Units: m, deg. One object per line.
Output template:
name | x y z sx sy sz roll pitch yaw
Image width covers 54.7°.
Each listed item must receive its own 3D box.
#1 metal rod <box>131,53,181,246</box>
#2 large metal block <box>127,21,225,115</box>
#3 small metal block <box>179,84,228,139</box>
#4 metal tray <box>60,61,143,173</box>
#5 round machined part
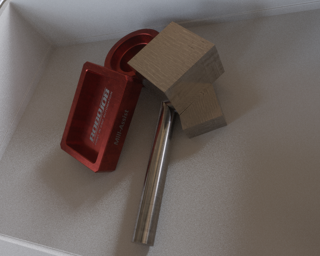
metal rod | 0.008 -0.005 0.403 0.025 0.025 0.299 -2 60 27
large metal block | 0.020 -0.077 0.392 0.080 0.050 0.080 -44 53 -4
small metal block | 0.052 -0.021 0.391 0.050 0.025 0.050 -21 54 15
metal tray | -0.082 -0.016 0.419 0.090 0.030 0.129 25 101 36
round machined part | -0.031 -0.100 0.469 0.098 0.042 0.098 -14 53 20
